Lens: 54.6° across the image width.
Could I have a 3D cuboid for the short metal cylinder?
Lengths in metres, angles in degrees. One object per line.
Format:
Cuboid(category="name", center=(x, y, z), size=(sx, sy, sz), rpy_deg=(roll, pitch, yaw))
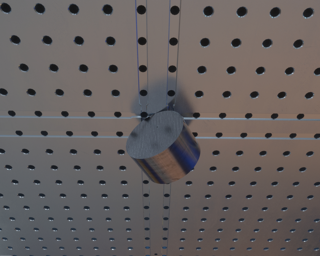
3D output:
Cuboid(category="short metal cylinder", center=(0.004, 0.024, 0.394), size=(0.080, 0.080, 0.050), rpy_deg=(-22, 126, 18))
